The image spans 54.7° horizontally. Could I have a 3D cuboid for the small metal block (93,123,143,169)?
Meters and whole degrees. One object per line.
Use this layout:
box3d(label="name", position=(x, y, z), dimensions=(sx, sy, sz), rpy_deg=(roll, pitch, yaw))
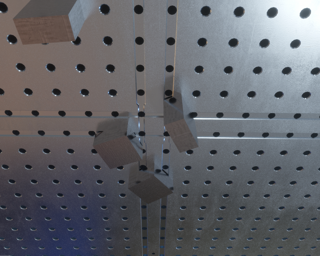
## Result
box3d(label="small metal block", position=(-0.058, 0.026, 0.433), dimensions=(0.050, 0.025, 0.050), rpy_deg=(-17, 128, 13))

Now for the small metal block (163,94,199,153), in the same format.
box3d(label="small metal block", position=(0.026, -0.006, 0.391), dimensions=(0.025, 0.050, 0.050), rpy_deg=(-19, 128, 15))

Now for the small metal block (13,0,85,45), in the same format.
box3d(label="small metal block", position=(-0.106, -0.106, 0.303), dimensions=(0.050, 0.050, 0.025), rpy_deg=(-3, 130, 2))

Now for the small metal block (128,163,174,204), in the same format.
box3d(label="small metal block", position=(-0.014, 0.089, 0.487), dimensions=(0.050, 0.025, 0.050), rpy_deg=(-29, 125, 22))
